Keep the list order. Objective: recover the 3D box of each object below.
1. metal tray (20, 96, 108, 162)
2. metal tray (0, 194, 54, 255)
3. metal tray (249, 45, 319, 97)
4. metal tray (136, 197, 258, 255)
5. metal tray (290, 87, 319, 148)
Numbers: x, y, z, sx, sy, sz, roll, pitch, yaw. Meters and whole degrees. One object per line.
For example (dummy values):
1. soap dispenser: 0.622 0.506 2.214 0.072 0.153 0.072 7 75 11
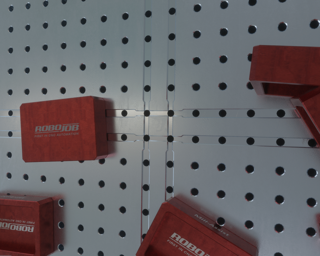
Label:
1. metal tray: -0.145 0.004 0.462 0.130 0.030 0.090 -4 89 20
2. metal tray: -0.233 0.155 0.493 0.130 0.030 0.090 -1 90 20
3. metal tray: 0.141 -0.050 0.307 0.090 0.130 0.030 8 93 20
4. metal tray: 0.045 0.161 0.394 0.130 0.030 0.090 29 99 17
5. metal tray: 0.181 0.019 0.307 0.030 0.090 0.130 -31 85 18
